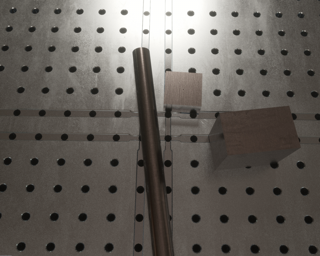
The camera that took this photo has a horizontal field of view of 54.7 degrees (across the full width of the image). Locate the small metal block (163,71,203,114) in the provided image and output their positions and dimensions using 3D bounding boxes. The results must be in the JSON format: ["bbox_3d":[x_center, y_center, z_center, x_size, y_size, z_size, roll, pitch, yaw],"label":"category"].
[{"bbox_3d":[0.032,-0.050,0.430,0.050,0.025,0.050,4,70,1],"label":"small metal block"}]

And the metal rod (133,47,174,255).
[{"bbox_3d":[-0.010,0.029,0.400,0.025,0.025,0.299,-6,70,-3],"label":"metal rod"}]

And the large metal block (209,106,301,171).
[{"bbox_3d":[0.109,0.015,0.378,0.081,0.080,0.050,-6,70,-3],"label":"large metal block"}]
